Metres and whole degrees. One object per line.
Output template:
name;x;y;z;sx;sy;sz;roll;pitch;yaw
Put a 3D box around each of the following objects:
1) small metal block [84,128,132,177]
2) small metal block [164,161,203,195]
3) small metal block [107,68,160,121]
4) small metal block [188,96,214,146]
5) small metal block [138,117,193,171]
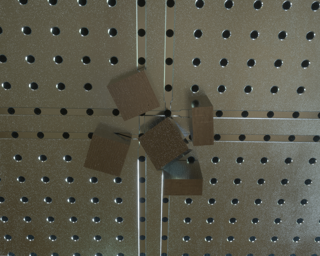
small metal block;-0.071;0.033;0.425;0.050;0.025;0.050;17;109;-7
small metal block;0.030;0.068;0.425;0.050;0.050;0.025;0;112;-1
small metal block;-0.033;-0.044;0.397;0.050;0.025;0.050;-22;109;7
small metal block;0.052;-0.010;0.397;0.025;0.050;0.050;-4;110;1
small metal block;0.007;0.021;0.409;0.050;0.025;0.050;-36;74;11
